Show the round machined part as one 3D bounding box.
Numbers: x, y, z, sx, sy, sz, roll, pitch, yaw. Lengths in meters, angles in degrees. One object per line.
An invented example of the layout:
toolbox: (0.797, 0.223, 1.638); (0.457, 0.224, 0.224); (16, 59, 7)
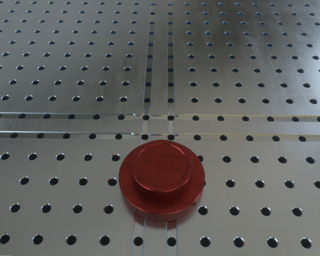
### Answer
round machined part: (0.002, 0.052, 0.353); (0.099, 0.042, 0.098); (0, 50, 0)
